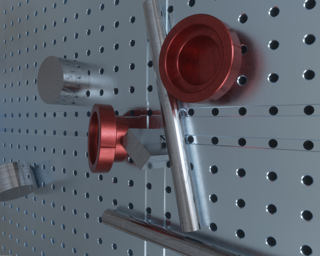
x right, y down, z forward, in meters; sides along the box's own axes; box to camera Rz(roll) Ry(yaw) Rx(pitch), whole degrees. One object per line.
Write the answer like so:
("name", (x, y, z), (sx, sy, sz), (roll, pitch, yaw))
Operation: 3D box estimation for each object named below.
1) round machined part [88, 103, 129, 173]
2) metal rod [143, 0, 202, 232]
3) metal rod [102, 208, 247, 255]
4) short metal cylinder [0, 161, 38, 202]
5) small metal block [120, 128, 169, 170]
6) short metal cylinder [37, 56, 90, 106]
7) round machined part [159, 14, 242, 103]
("round machined part", (-0.074, 0.015, 0.442), (0.098, 0.042, 0.097), (-176, 90, -68))
("metal rod", (0.014, -0.022, 0.398), (0.025, 0.025, 0.298), (-16, 80, 39))
("metal rod", (0.036, 0.146, 0.379), (0.300, 0.025, 0.025), (5, 93, 39))
("short metal cylinder", (-0.291, 0.106, 0.615), (0.080, 0.081, 0.050), (-37, 67, 34))
("small metal block", (-0.016, 0.027, 0.406), (0.050, 0.050, 0.025), (49, 117, 28))
("short metal cylinder", (-0.166, -0.079, 0.530), (0.080, 0.050, 0.080), (0, 90, 40))
("round machined part", (0.049, -0.077, 0.358), (0.098, 0.042, 0.097), (0, 90, 40))
